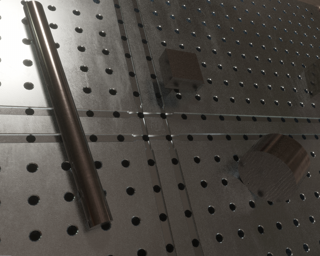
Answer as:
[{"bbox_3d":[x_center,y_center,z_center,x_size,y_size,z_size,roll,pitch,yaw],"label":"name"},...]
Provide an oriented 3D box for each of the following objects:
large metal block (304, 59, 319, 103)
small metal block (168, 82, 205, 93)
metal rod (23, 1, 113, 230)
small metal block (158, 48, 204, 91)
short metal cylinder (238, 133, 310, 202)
[{"bbox_3d":[0.356,-0.092,0.644,0.081,0.050,0.080,19,54,-18],"label":"large metal block"},{"bbox_3d":[0.034,-0.082,0.479,0.050,0.025,0.050,-4,64,-31],"label":"small metal block"},{"bbox_3d":[-0.115,-0.031,0.365,0.025,0.025,0.299,-10,67,-33],"label":"metal rod"},{"bbox_3d":[0.030,-0.083,0.445,0.050,0.025,0.050,3,61,-27],"label":"small metal block"},{"bbox_3d":[0.156,0.054,0.427,0.050,0.080,0.080,-35,82,-38],"label":"short metal cylinder"}]
